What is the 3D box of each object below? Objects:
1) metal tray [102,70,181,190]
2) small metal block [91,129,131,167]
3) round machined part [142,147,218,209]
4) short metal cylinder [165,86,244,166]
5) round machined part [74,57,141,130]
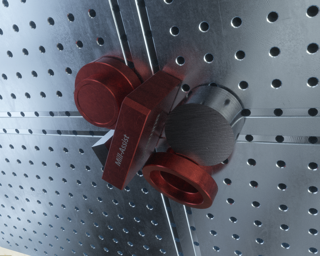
[{"bbox_3d":[-0.024,0.004,0.379,0.030,0.090,0.129,29,128,10],"label":"metal tray"},{"bbox_3d":[-0.062,0.032,0.442,0.025,0.050,0.050,-16,110,34],"label":"small metal block"},{"bbox_3d":[0.030,0.060,0.402,0.098,0.042,0.098,23,151,14],"label":"round machined part"},{"bbox_3d":[0.052,-0.003,0.360,0.080,0.050,0.079,13,124,21],"label":"short metal cylinder"},{"bbox_3d":[-0.073,-0.039,0.408,0.098,0.042,0.097,13,124,21],"label":"round machined part"}]
